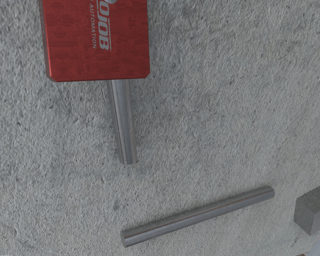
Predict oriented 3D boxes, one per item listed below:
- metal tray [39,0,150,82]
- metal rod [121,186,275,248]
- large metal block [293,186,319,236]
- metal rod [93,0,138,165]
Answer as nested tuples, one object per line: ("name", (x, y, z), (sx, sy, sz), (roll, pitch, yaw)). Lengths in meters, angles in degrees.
("metal tray", (-0.058, -0.108, 0.277), (0.091, 0.030, 0.129), (-7, 101, -25))
("metal rod", (0.079, 0.150, 0.545), (0.303, 0.025, 0.025), (-11, 123, -23))
("large metal block", (0.358, 0.187, 0.706), (0.081, 0.050, 0.080), (-22, 127, -15))
("metal rod", (-0.046, -0.073, 0.313), (0.025, 0.025, 0.298), (-18, 133, -18))
